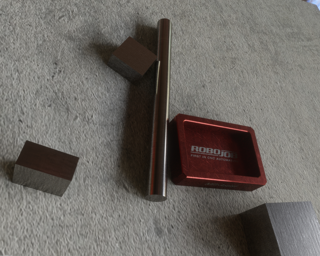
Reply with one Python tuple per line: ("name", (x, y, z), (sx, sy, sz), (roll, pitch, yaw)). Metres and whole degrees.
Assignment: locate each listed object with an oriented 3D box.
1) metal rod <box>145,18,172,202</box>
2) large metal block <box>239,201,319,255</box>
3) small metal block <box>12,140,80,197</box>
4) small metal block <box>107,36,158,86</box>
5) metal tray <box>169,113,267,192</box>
("metal rod", (0.002, -0.046, 0.433), (0.025, 0.025, 0.300), (16, 55, -20))
("large metal block", (0.157, 0.140, 0.390), (0.081, 0.050, 0.080), (5, 60, -26))
("small metal block", (-0.112, 0.041, 0.303), (0.050, 0.050, 0.025), (21, 54, -16))
("small metal block", (-0.039, -0.096, 0.443), (0.050, 0.025, 0.050), (35, 51, -5))
("metal tray", (0.077, 0.035, 0.422), (0.131, 0.030, 0.090), (9, 58, -24))
